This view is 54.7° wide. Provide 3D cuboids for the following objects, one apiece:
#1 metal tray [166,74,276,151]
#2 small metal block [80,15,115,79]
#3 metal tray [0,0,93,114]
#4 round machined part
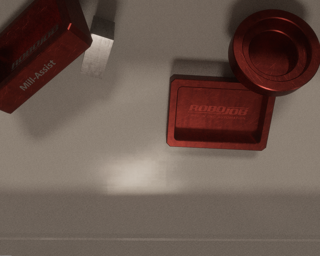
[{"bbox_3d":[0.076,-0.020,0.402,0.131,0.030,0.089,3,110,-2],"label":"metal tray"},{"bbox_3d":[-0.071,-0.093,0.354,0.025,0.050,0.050,14,127,-17],"label":"small metal block"},{"bbox_3d":[-0.139,-0.087,0.337,0.130,0.090,0.030,-35,145,16],"label":"metal tray"},{"bbox_3d":[0.127,-0.083,0.359,0.099,0.042,0.098,1,78,-2],"label":"round machined part"}]
